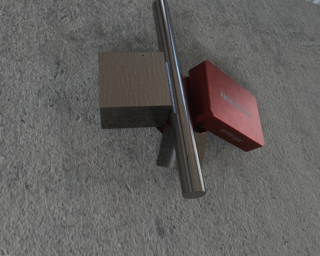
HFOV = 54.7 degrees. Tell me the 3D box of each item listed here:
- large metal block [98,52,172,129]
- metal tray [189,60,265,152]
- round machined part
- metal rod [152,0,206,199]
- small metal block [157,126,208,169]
[{"bbox_3d":[-0.034,-0.047,0.386,0.081,0.050,0.080,-2,61,-9],"label":"large metal block"},{"bbox_3d":[0.097,-0.028,0.442,0.131,0.030,0.090,26,51,-38],"label":"metal tray"},{"bbox_3d":[0.034,-0.033,0.432,0.099,0.042,0.098,14,56,-21],"label":"round machined part"},{"bbox_3d":[0.018,-0.058,0.397,0.025,0.025,0.299,8,56,-24],"label":"metal rod"},{"bbox_3d":[0.028,0.028,0.390,0.050,0.025,0.050,14,81,-20],"label":"small metal block"}]
